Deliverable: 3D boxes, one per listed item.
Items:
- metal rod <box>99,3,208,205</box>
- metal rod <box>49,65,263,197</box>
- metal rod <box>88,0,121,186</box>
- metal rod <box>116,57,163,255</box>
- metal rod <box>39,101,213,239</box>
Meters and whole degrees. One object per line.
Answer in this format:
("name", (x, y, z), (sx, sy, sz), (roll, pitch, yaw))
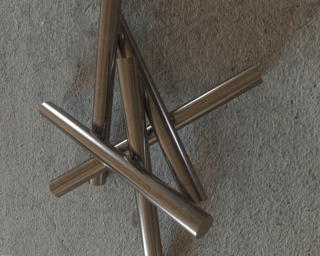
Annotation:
("metal rod", (-0.017, -0.047, 0.382), (0.025, 0.025, 0.299), (-31, 68, 17))
("metal rod", (-0.013, 0.009, 0.394), (0.300, 0.025, 0.025), (-30, 80, 10))
("metal rod", (-0.072, -0.066, 0.405), (0.025, 0.025, 0.298), (12, 105, 19))
("metal rod", (-0.020, 0.066, 0.380), (0.025, 0.025, 0.298), (-2, 103, 20))
("metal rod", (-0.064, 0.032, 0.375), (0.300, 0.025, 0.025), (30, 100, 36))
